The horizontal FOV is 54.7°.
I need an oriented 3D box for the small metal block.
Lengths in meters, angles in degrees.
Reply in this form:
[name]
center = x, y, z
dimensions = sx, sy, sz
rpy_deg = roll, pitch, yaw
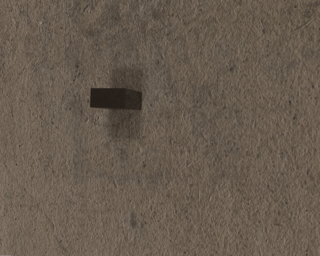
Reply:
[small metal block]
center = -0.058, -0.038, 0.415
dimensions = 0.050, 0.050, 0.025
rpy_deg = 3, 91, 19
